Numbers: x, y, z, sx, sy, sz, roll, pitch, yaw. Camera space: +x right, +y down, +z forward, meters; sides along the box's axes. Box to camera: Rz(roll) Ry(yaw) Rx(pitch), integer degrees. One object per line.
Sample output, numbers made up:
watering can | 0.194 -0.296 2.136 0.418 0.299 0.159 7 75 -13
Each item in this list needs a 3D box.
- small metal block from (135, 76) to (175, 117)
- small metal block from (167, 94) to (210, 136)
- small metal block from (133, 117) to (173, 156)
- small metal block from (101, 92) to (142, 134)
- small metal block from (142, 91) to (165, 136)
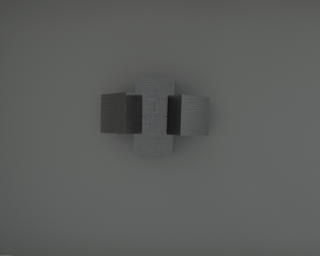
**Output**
small metal block | -0.007 -0.040 0.409 0.050 0.025 0.050 3 90 -1
small metal block | 0.037 -0.016 0.398 0.050 0.025 0.050 1 91 -39
small metal block | -0.008 0.010 0.409 0.050 0.025 0.050 3 90 0
small metal block | -0.050 -0.018 0.395 0.050 0.025 0.050 1 90 43
small metal block | -0.007 -0.016 0.371 0.025 0.050 0.050 1 90 -1
